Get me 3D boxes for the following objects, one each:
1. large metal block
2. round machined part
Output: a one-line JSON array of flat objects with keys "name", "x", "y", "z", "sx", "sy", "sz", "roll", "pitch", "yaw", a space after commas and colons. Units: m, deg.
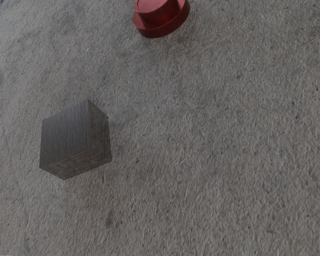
[{"name": "large metal block", "x": -0.119, "y": 0.017, "z": 0.440, "sx": 0.080, "sy": 0.050, "sz": 0.080, "roll": -22, "pitch": 53, "yaw": 14}, {"name": "round machined part", "x": -0.003, "y": -0.202, "z": 0.518, "sx": 0.098, "sy": 0.042, "sz": 0.098, "roll": -13, "pitch": 56, "yaw": 21}]
